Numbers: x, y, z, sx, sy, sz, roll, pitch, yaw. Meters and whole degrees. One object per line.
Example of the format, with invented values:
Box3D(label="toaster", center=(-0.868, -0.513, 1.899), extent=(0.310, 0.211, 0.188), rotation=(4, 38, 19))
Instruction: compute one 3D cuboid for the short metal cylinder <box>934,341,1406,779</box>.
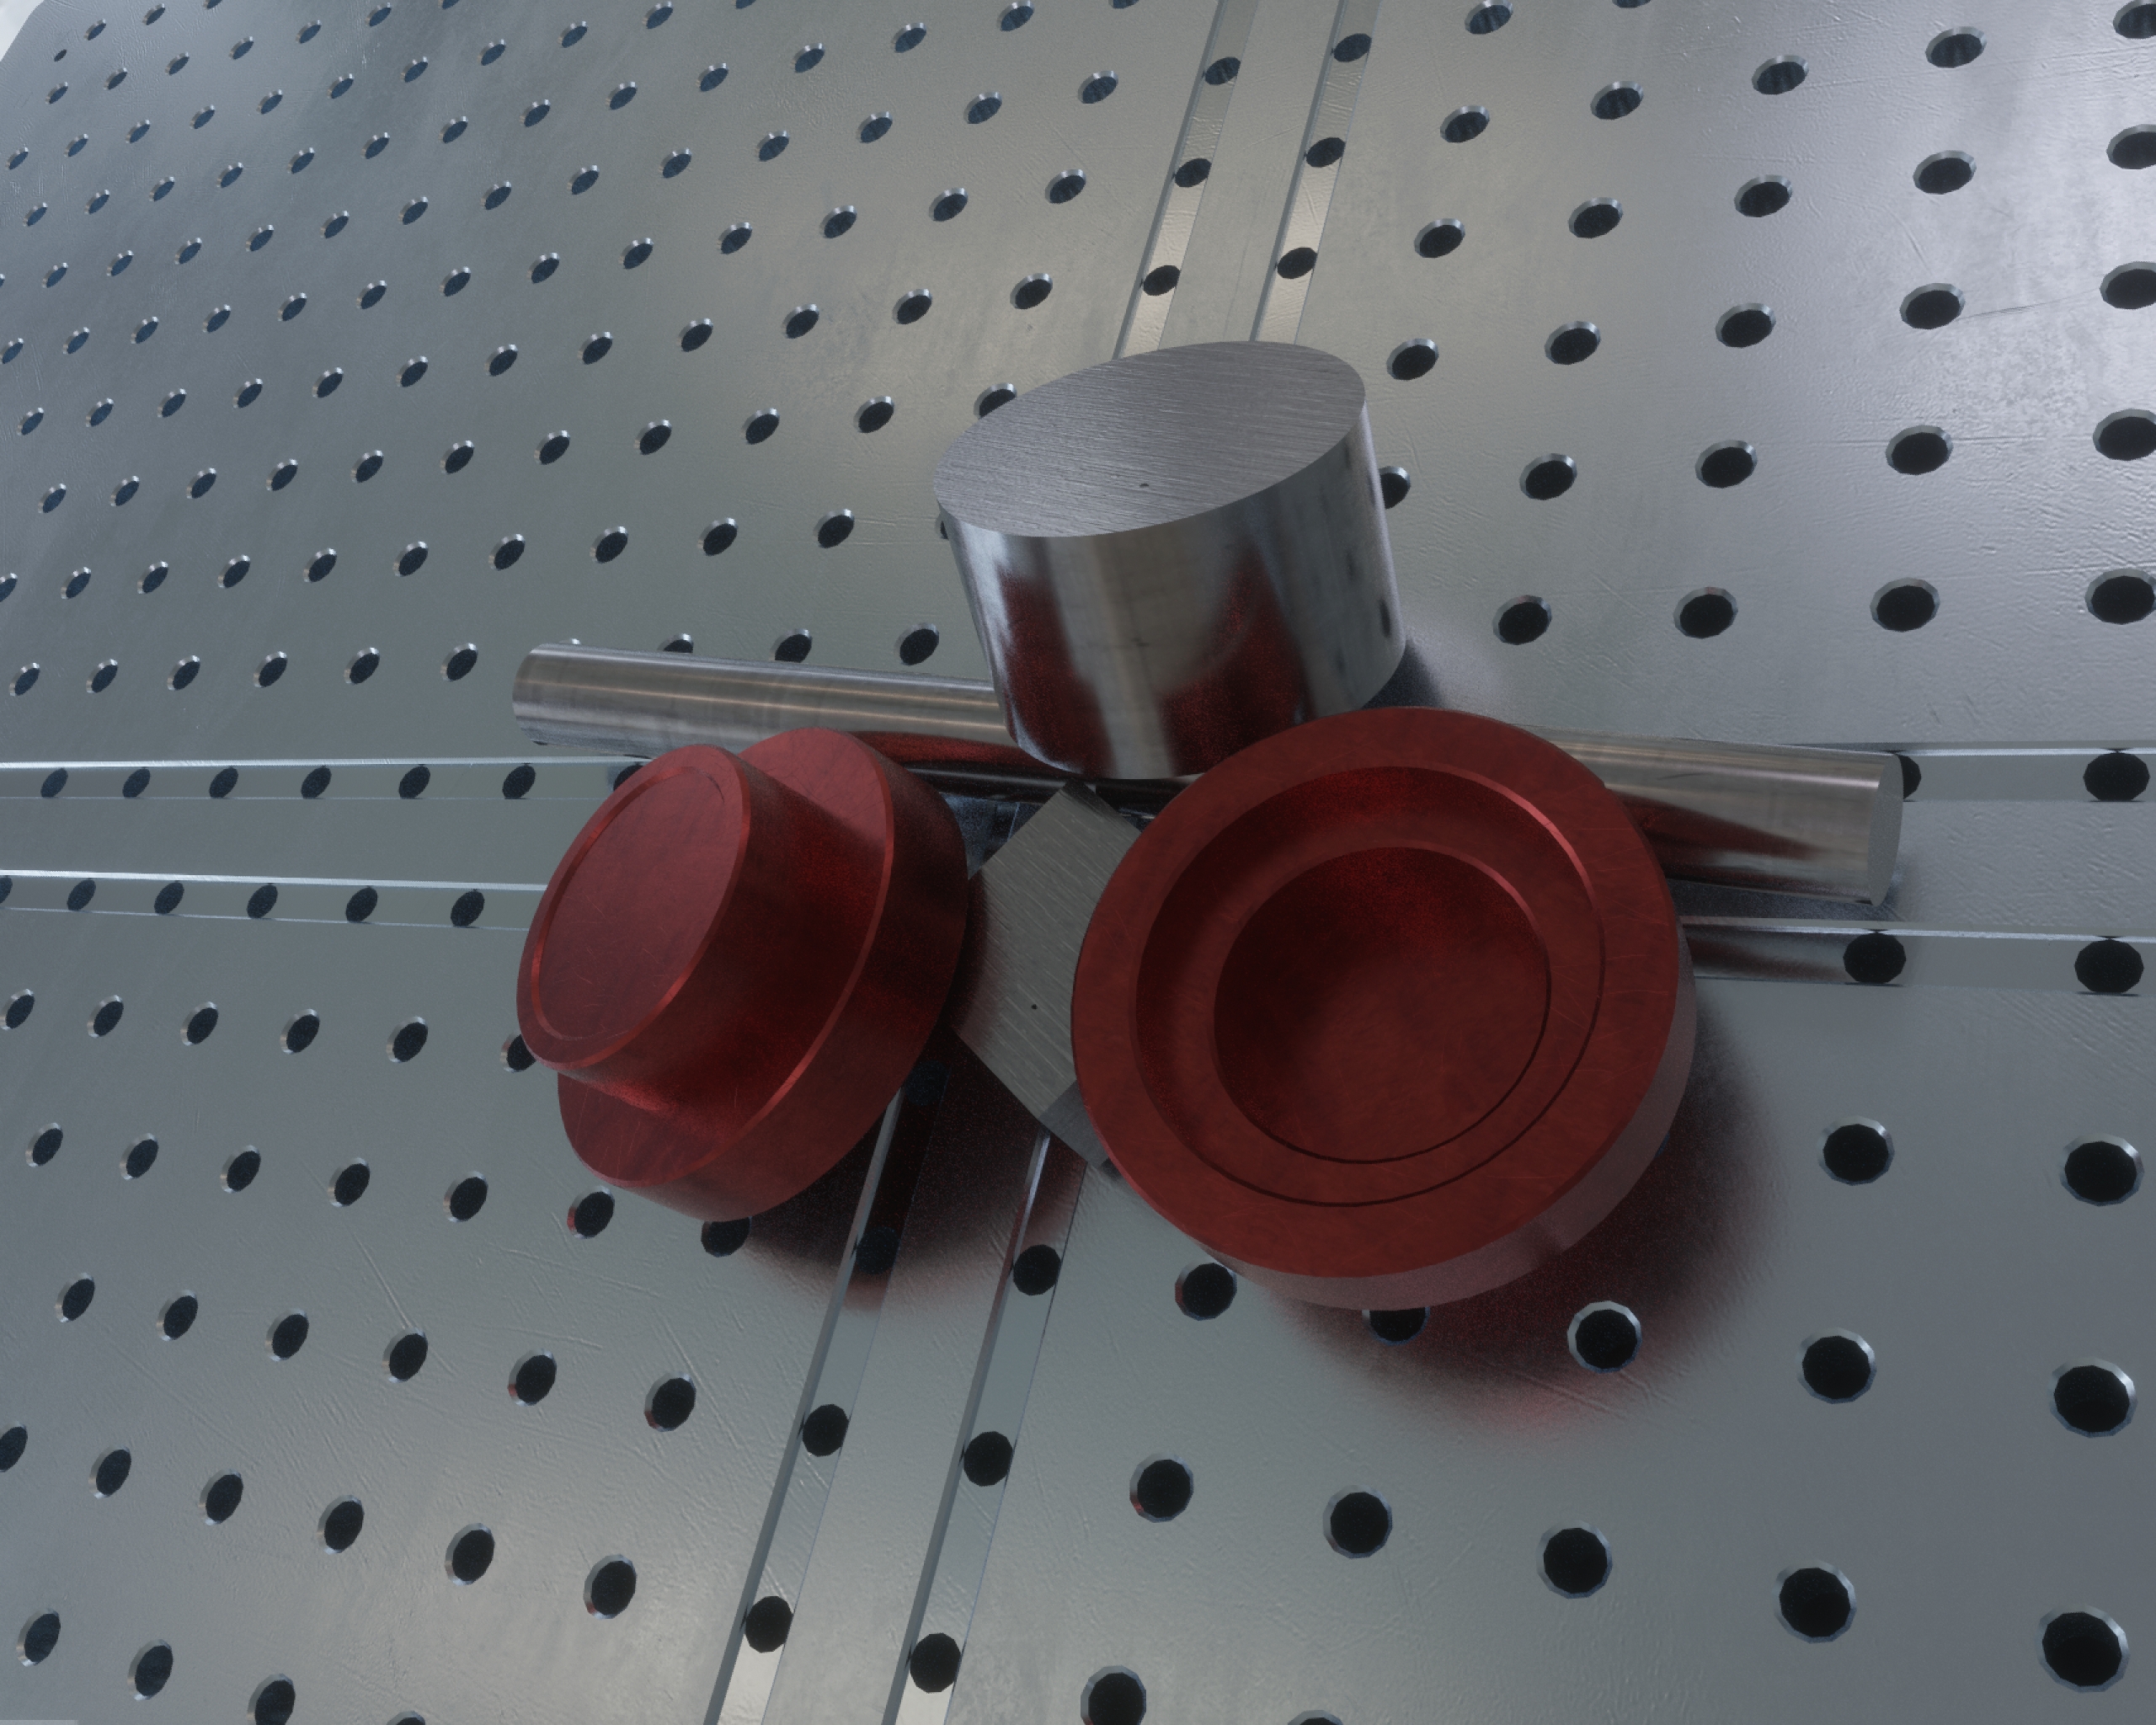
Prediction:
Box3D(label="short metal cylinder", center=(0.018, -0.059, 0.395), extent=(0.080, 0.050, 0.080), rotation=(-11, 34, 7))

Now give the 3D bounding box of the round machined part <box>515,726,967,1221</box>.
Box3D(label="round machined part", center=(-0.071, 0.016, 0.403), extent=(0.098, 0.042, 0.098), rotation=(-28, 45, 33))

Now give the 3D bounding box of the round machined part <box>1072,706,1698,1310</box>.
Box3D(label="round machined part", center=(0.052, 0.026, 0.346), extent=(0.098, 0.042, 0.098), rotation=(-11, 60, 19))

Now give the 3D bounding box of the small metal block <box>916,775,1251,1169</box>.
Box3D(label="small metal block", center=(0.001, 0.020, 0.390), extent=(0.050, 0.025, 0.050), rotation=(-45, 51, -3))

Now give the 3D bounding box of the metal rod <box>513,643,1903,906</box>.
Box3D(label="metal rod", center=(0.003, -0.022, 0.415), extent=(0.300, 0.025, 0.025), rotation=(8, 66, 31))
